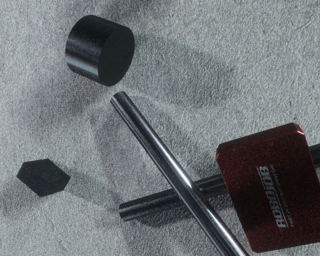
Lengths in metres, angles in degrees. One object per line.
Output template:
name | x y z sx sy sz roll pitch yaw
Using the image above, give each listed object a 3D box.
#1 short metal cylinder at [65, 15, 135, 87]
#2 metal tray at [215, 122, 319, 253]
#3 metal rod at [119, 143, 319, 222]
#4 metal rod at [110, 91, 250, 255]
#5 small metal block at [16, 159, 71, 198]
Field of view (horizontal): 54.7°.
short metal cylinder | -0.076 -0.101 0.405 0.050 0.080 0.080 25 98 18
metal tray | 0.125 0.068 0.340 0.090 0.030 0.129 -19 103 18
metal rod | 0.084 0.066 0.378 0.300 0.025 0.025 -21 83 18
metal rod | 0.027 0.068 0.373 0.025 0.025 0.300 -44 67 14
small metal block | -0.169 0.072 0.454 0.050 0.050 0.025 34 101 16
